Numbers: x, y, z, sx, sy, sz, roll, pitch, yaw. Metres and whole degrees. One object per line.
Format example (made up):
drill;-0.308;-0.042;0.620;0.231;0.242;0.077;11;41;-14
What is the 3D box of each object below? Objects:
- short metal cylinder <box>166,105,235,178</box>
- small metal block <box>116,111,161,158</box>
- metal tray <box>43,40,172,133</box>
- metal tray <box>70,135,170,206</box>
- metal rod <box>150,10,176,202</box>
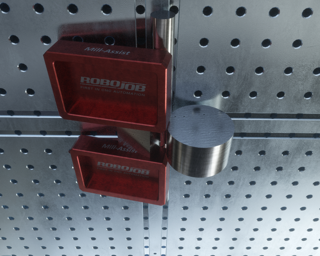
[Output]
short metal cylinder;0.048;0.015;0.384;0.081;0.080;0.050;0;130;0
small metal block;-0.027;0.004;0.396;0.050;0.025;0.050;22;135;23
metal tray;-0.054;-0.045;0.346;0.131;0.030;0.089;8;131;9
metal tray;-0.053;0.061;0.437;0.131;0.030;0.089;8;131;9
metal rod;0.002;0.000;0.406;0.025;0.025;0.298;0;130;0
